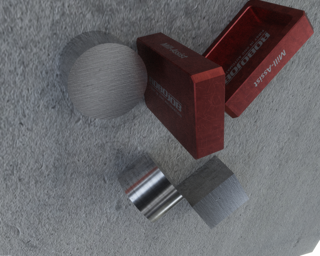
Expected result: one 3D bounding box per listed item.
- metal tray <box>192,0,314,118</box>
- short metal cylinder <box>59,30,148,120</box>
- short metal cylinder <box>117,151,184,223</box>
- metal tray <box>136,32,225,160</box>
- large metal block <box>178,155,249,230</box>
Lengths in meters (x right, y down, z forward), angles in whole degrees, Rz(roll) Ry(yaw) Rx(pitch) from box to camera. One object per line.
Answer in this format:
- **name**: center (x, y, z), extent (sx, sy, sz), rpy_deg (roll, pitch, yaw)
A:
- **metal tray**: center (0.099, -0.085, 0.365), extent (0.130, 0.090, 0.030), rpy_deg (-49, 129, 6)
- **short metal cylinder**: center (-0.060, -0.056, 0.323), extent (0.081, 0.050, 0.079), rpy_deg (-14, 124, -21)
- **short metal cylinder**: center (-0.012, 0.078, 0.413), extent (0.050, 0.080, 0.080), rpy_deg (-39, 129, -2)
- **metal tray**: center (0.018, -0.039, 0.325), extent (0.030, 0.130, 0.089), rpy_deg (-19, 126, -17)
- **large metal block**: center (0.087, 0.105, 0.503), extent (0.080, 0.050, 0.080), rpy_deg (-38, 129, -3)
